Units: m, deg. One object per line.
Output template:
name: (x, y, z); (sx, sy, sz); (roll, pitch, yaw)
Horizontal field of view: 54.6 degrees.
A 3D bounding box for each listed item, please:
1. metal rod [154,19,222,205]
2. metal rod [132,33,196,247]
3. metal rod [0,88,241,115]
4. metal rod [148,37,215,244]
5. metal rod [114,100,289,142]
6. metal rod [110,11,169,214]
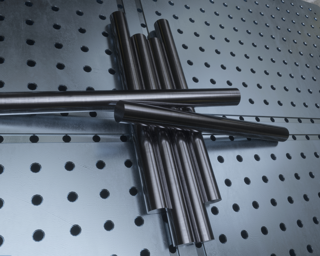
metal rod: (0.033, -0.040, 0.449); (0.025, 0.025, 0.299); (1, 61, -28)
metal rod: (-0.003, -0.003, 0.406); (0.025, 0.025, 0.299); (1, 61, -28)
metal rod: (-0.037, -0.034, 0.379); (0.302, 0.025, 0.025); (-4, 63, -20)
metal rod: (0.020, -0.001, 0.420); (0.025, 0.025, 0.299); (1, 61, -28)
metal rod: (0.079, -0.004, 0.426); (0.302, 0.025, 0.025); (7, 59, -35)
metal rod: (-0.033, -0.038, 0.412); (0.025, 0.025, 0.299); (1, 61, -28)
